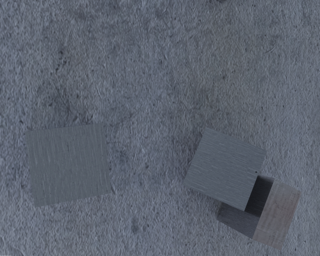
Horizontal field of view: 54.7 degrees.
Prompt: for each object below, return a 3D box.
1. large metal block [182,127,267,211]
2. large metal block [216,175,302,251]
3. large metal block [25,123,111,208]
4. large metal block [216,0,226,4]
[{"bbox_3d":[0.083,0.054,0.409,0.080,0.050,0.080,22,82,9],"label":"large metal block"},{"bbox_3d":[0.134,0.109,0.428,0.050,0.080,0.080,27,81,-21],"label":"large metal block"},{"bbox_3d":[-0.105,0.038,0.357,0.081,0.050,0.080,-7,93,-20],"label":"large metal block"},{"bbox_3d":[0.096,-0.229,0.414,0.050,0.080,0.080,22,83,-19],"label":"large metal block"}]
